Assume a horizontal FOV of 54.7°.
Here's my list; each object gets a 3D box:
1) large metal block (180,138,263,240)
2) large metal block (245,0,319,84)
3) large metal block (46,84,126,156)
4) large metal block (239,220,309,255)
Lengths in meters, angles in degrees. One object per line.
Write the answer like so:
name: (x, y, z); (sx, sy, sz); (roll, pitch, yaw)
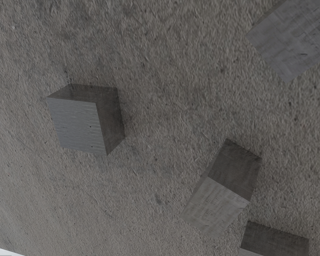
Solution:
large metal block: (0.075, 0.073, 0.377); (0.050, 0.080, 0.079); (31, 128, 8)
large metal block: (0.124, -0.091, 0.249); (0.050, 0.080, 0.080); (48, 129, -5)
large metal block: (-0.102, -0.013, 0.436); (0.080, 0.050, 0.079); (8, 122, 24)
large metal block: (0.151, 0.185, 0.425); (0.080, 0.050, 0.079); (12, 124, 21)
